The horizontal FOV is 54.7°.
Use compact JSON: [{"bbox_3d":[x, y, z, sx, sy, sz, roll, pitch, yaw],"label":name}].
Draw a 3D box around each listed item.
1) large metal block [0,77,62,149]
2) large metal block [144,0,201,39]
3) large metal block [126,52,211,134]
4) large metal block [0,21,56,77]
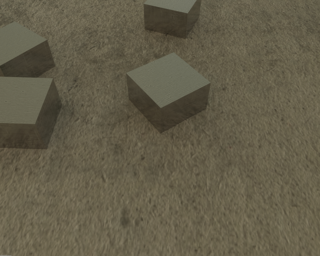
[{"bbox_3d":[-0.183,-0.020,0.402,0.081,0.050,0.080,2,50,1],"label":"large metal block"},{"bbox_3d":[0.024,-0.215,0.568,0.080,0.050,0.080,18,52,14],"label":"large metal block"},{"bbox_3d":[0.010,-0.051,0.430,0.081,0.050,0.080,-29,56,-22],"label":"large metal block"},{"bbox_3d":[-0.226,-0.112,0.478,0.080,0.050,0.080,32,57,23],"label":"large metal block"}]
